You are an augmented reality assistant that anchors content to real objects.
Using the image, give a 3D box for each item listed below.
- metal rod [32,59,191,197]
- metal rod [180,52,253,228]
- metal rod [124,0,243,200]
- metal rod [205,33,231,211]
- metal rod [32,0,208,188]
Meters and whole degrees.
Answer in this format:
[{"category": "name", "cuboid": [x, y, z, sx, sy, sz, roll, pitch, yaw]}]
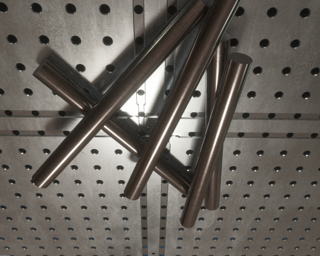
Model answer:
[{"category": "metal rod", "cuboid": [-0.040, 0.018, 0.426, 0.025, 0.025, 0.300, -33, 124, 24]}, {"category": "metal rod", "cuboid": [0.064, 0.041, 0.413, 0.025, 0.025, 0.298, 5, 130, -5]}, {"category": "metal rod", "cuboid": [0.012, -0.014, 0.370, 0.025, 0.025, 0.298, 16, 126, -14]}, {"category": "metal rod", "cuboid": [0.075, 0.016, 0.426, 0.025, 0.025, 0.298, -4, 130, 3]}, {"category": "metal rod", "cuboid": [-0.058, -0.028, 0.359, 0.025, 0.025, 0.299, 35, 113, -26]}]
